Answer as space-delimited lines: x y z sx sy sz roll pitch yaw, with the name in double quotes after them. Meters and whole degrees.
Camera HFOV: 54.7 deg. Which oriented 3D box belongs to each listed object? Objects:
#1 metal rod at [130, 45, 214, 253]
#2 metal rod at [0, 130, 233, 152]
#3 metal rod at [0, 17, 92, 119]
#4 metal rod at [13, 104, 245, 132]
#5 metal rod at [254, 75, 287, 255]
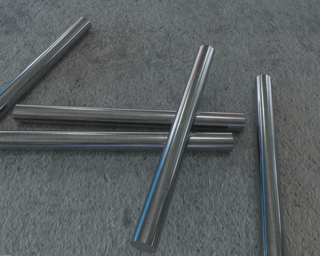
0.027 -0.003 0.371 0.025 0.025 0.300 13 51 10 "metal rod"
-0.062 0.016 0.388 0.302 0.025 0.025 1 50 0 "metal rod"
-0.193 -0.083 0.471 0.025 0.025 0.301 18 52 14 "metal rod"
-0.041 -0.014 0.414 0.302 0.025 0.025 2 50 2 "metal rod"
0.128 0.043 0.367 0.025 0.025 0.300 8 50 6 "metal rod"
